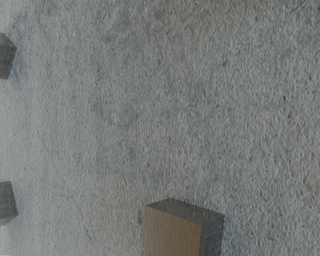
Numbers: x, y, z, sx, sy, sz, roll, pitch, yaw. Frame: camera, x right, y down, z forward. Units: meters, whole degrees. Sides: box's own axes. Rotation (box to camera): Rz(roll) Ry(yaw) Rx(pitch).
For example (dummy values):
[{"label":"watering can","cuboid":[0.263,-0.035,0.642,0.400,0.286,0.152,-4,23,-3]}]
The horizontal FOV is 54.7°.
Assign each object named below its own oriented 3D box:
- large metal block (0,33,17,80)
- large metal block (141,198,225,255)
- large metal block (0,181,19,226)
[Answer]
[{"label":"large metal block","cuboid":[-0.374,-0.166,0.698,0.080,0.050,0.080,42,115,32]},{"label":"large metal block","cuboid":[0.025,0.136,0.368,0.080,0.050,0.079,7,95,39]},{"label":"large metal block","cuboid":[-0.367,0.174,0.693,0.080,0.050,0.080,-34,69,35]}]
